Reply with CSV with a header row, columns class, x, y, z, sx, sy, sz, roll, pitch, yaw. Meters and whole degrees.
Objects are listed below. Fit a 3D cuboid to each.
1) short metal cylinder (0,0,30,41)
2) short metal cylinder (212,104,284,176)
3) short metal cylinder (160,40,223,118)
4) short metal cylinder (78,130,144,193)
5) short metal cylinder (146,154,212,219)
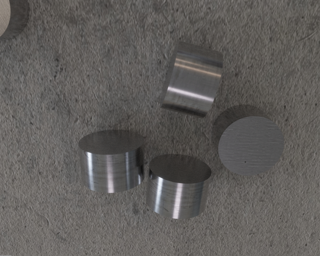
class,x,y,z,sx,sy,sz,roll,pitch,yaw
short metal cylinder,-0.196,-0.136,0.344,0.081,0.050,0.079,0,110,0
short metal cylinder,0.112,0.015,0.403,0.081,0.050,0.079,0,110,0
short metal cylinder,0.035,-0.056,0.360,0.050,0.080,0.079,14,110,-5
short metal cylinder,-0.060,0.039,0.394,0.081,0.080,0.050,0,110,0
short metal cylinder,0.024,0.074,0.408,0.081,0.080,0.050,5,110,-2
